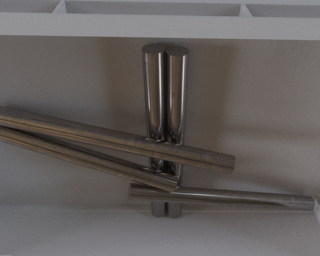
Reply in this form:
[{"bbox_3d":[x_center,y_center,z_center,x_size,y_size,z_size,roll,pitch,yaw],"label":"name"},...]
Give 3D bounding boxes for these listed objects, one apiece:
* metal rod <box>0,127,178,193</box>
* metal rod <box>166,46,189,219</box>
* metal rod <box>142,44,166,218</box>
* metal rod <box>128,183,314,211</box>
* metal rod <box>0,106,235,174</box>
[{"bbox_3d":[-0.121,0.033,0.417,0.302,0.025,0.025,18,128,-9],"label":"metal rod"},{"bbox_3d":[0.021,0.030,0.431,0.025,0.025,0.298,-1,130,0],"label":"metal rod"},{"bbox_3d":[-0.005,0.028,0.429,0.025,0.025,0.298,-1,130,0],"label":"metal rod"},{"bbox_3d":[0.102,0.108,0.478,0.302,0.025,0.025,7,130,-14],"label":"metal rod"},{"bbox_3d":[-0.055,0.016,0.394,0.302,0.025,0.025,12,129,-2],"label":"metal rod"}]
